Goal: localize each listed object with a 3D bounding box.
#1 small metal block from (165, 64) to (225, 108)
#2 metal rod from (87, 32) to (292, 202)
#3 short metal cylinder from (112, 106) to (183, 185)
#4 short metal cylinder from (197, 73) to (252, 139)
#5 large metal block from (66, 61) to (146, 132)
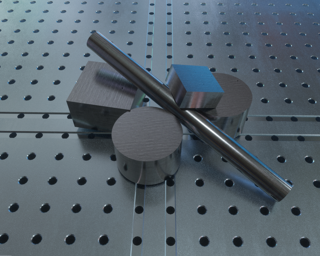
[{"bbox_3d":[0.041,-0.050,0.371,0.050,0.025,0.050,-2,47,-25],"label":"small metal block"},{"bbox_3d":[0.026,-0.021,0.375,0.300,0.025,0.025,40,60,12],"label":"metal rod"},{"bbox_3d":[-0.014,0.020,0.369,0.081,0.050,0.080,0,50,0],"label":"short metal cylinder"},{"bbox_3d":[0.076,-0.028,0.411,0.081,0.050,0.080,0,50,0],"label":"short metal cylinder"},{"bbox_3d":[-0.068,-0.042,0.419,0.080,0.050,0.080,9,51,7],"label":"large metal block"}]
